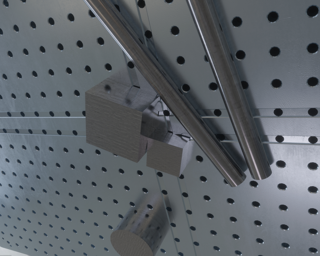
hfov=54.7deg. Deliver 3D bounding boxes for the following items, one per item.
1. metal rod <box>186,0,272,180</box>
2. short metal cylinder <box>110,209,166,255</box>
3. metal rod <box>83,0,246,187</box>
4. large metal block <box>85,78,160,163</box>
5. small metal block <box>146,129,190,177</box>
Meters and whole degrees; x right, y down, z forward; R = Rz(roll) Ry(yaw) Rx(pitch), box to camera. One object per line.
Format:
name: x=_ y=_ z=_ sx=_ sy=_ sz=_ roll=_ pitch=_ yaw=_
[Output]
metal rod: x=0.065 y=-0.072 z=0.332 sx=0.025 sy=0.025 sz=0.299 roll=-12 pitch=113 yaw=33
short metal cylinder: x=-0.037 y=0.186 z=0.530 sx=0.080 sy=0.050 sz=0.079 roll=13 pitch=124 yaw=21
metal rod: x=0.008 y=-0.048 z=0.377 sx=0.025 sy=0.025 sz=0.300 roll=-32 pitch=101 yaw=38
large metal block: x=-0.051 y=-0.011 z=0.415 sx=0.080 sy=0.050 sz=0.079 roll=20 pitch=126 yaw=16
small metal block: x=0.010 y=0.034 z=0.427 sx=0.050 sy=0.025 sz=0.050 roll=17 pitch=125 yaw=18
